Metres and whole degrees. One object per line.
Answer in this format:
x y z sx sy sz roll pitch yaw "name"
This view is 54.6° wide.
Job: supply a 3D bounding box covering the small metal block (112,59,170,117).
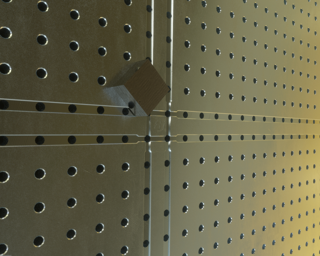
-0.022 -0.050 0.389 0.050 0.025 0.050 -53 121 -27 "small metal block"
